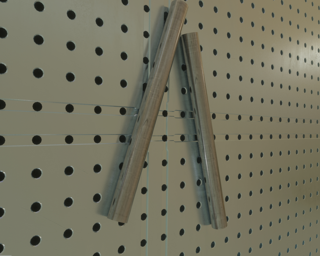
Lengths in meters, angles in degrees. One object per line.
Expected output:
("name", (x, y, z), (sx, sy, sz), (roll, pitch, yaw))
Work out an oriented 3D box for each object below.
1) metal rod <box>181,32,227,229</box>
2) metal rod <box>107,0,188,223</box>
("metal rod", (0.068, 0.010, 0.468), (0.025, 0.025, 0.298), (-17, 101, -39))
("metal rod", (-0.012, -0.031, 0.401), (0.025, 0.025, 0.299), (26, 74, -38))
